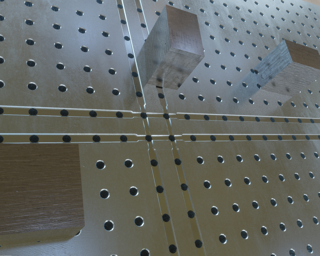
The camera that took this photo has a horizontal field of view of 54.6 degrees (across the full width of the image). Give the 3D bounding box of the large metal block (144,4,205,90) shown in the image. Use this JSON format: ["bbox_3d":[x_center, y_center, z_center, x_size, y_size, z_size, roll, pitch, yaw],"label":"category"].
[{"bbox_3d":[0.017,-0.115,0.451,0.050,0.080,0.080,9,58,-23],"label":"large metal block"}]

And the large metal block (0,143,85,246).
[{"bbox_3d":[-0.120,0.061,0.290,0.081,0.050,0.080,2,61,-27],"label":"large metal block"}]

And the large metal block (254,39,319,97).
[{"bbox_3d":[0.233,-0.105,0.562,0.081,0.080,0.050,9,58,-24],"label":"large metal block"}]
